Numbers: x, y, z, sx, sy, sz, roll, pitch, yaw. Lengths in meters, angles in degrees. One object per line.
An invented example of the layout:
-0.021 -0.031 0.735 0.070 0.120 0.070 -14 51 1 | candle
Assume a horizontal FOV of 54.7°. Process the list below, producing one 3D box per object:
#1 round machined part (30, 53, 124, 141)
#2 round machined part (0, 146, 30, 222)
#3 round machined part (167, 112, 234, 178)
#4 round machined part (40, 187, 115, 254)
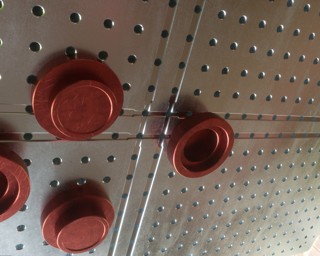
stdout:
-0.086 -0.028 0.337 0.099 0.042 0.097 -14 124 -21 | round machined part
-0.193 0.056 0.330 0.099 0.042 0.097 -14 125 -21 | round machined part
0.054 0.020 0.444 0.099 0.042 0.097 -14 125 -21 | round machined part
-0.109 0.132 0.423 0.099 0.042 0.097 -14 125 -21 | round machined part
